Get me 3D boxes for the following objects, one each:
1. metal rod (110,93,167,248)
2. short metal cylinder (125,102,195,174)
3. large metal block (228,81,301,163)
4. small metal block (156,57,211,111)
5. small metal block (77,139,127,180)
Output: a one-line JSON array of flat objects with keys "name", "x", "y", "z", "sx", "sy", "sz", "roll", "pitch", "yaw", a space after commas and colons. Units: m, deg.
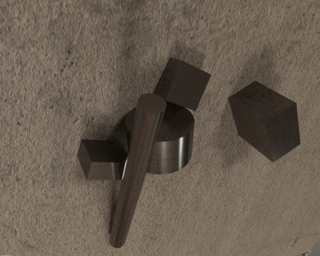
[{"name": "metal rod", "x": -0.036, "y": 0.077, "z": 0.374, "sx": 0.025, "sy": 0.025, "sz": 0.298, "roll": -10, "pitch": 142, "yaw": -23}, {"name": "short metal cylinder", "x": 0.000, "y": 0.010, "z": 0.376, "sx": 0.081, "sy": 0.080, "sz": 0.050, "roll": -16, "pitch": 130, "yaw": -20}, {"name": "large metal block", "x": 0.151, "y": -0.010, "z": 0.450, "sx": 0.050, "sy": 0.080, "sz": 0.080, "roll": -33, "pitch": 129, "yaw": -7}, {"name": "small metal block", "x": 0.029, "y": -0.054, "z": 0.386, "sx": 0.050, "sy": 0.025, "sz": 0.050, "roll": 17, "pitch": 99, "yaw": -35}, {"name": "small metal block", "x": -0.068, "y": 0.038, "z": 0.378, "sx": 0.050, "sy": 0.050, "sz": 0.025, "roll": 5, "pitch": 116, "yaw": -31}]
